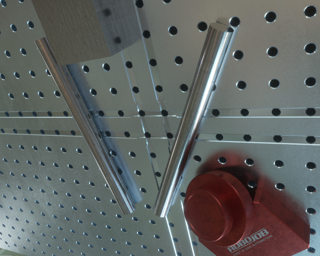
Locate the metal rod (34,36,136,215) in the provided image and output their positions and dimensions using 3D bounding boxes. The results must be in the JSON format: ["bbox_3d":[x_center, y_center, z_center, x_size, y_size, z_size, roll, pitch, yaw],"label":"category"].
[{"bbox_3d":[-0.105,0.008,0.469,0.025,0.025,0.299,-9,114,32],"label":"metal rod"}]

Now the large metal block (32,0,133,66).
[{"bbox_3d":[-0.089,-0.124,0.364,0.080,0.050,0.080,-3,117,29],"label":"large metal block"}]

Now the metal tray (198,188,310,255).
[{"bbox_3d":[0.127,0.149,0.433,0.090,0.030,0.129,40,129,0],"label":"metal tray"}]

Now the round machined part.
[{"bbox_3d":[0.069,0.108,0.404,0.098,0.042,0.097,10,105,45],"label":"round machined part"}]

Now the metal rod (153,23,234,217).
[{"bbox_3d":[0.032,0.014,0.401,0.025,0.025,0.298,24,127,13],"label":"metal rod"}]
